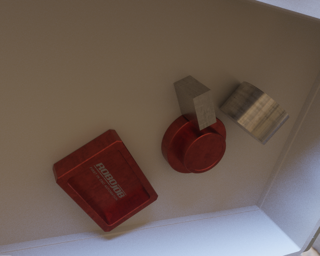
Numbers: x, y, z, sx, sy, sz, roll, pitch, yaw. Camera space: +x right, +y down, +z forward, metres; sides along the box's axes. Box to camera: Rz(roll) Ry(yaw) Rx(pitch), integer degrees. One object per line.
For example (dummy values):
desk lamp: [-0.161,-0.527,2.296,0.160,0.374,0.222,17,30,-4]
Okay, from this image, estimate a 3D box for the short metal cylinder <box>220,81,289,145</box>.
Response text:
short metal cylinder: [0.131,-0.021,0.434,0.080,0.080,0.050,34,99,-39]

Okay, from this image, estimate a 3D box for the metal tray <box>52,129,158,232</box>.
metal tray: [-0.068,0.074,0.415,0.090,0.030,0.130,-33,129,-7]

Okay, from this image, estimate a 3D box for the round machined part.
round machined part: [0.055,0.027,0.446,0.099,0.042,0.097,-14,125,-21]

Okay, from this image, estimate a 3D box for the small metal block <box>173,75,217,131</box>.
small metal block: [0.045,-0.033,0.399,0.025,0.050,0.050,-27,128,-12]
